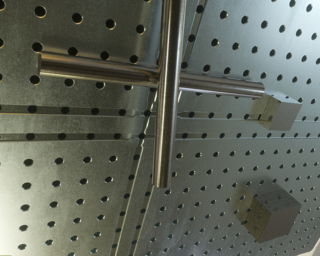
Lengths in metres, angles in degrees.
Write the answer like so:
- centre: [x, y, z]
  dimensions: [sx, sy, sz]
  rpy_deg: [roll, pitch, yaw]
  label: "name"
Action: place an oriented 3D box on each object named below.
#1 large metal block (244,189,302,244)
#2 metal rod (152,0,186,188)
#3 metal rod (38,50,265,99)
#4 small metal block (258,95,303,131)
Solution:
- centre: [0.227, 0.178, 0.629]
  dimensions: [0.081, 0.050, 0.079]
  rpy_deg: [-6, 121, -25]
  label: "large metal block"
- centre: [0.011, -0.070, 0.344]
  dimensions: [0.025, 0.025, 0.298]
  rpy_deg: [-6, 112, -25]
  label: "metal rod"
- centre: [0.012, -0.060, 0.380]
  dimensions: [0.302, 0.025, 0.025]
  rpy_deg: [2, 118, -30]
  label: "metal rod"
- centre: [0.195, -0.023, 0.503]
  dimensions: [0.050, 0.025, 0.050]
  rpy_deg: [2, 117, -30]
  label: "small metal block"
